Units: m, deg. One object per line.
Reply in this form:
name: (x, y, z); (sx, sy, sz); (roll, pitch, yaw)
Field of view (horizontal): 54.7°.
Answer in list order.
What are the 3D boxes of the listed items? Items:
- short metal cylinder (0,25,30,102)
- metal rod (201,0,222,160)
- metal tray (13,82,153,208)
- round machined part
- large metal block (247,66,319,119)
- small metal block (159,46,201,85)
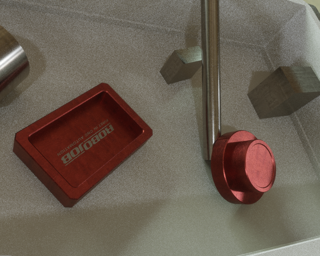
short metal cylinder: (-0.183, -0.065, 0.312); (0.080, 0.080, 0.050); (34, 51, -7)
metal rod: (0.070, -0.106, 0.425); (0.025, 0.025, 0.298); (0, 89, -29)
metal tray: (-0.081, 0.013, 0.351); (0.090, 0.030, 0.131); (46, 51, 4)
round machined part: (0.116, 0.051, 0.408); (0.099, 0.042, 0.098); (10, 75, -38)
large metal block: (0.212, -0.059, 0.524); (0.081, 0.080, 0.050); (-7, 65, -32)
small metal block: (0.035, -0.095, 0.468); (0.050, 0.050, 0.025); (-21, 73, -36)
